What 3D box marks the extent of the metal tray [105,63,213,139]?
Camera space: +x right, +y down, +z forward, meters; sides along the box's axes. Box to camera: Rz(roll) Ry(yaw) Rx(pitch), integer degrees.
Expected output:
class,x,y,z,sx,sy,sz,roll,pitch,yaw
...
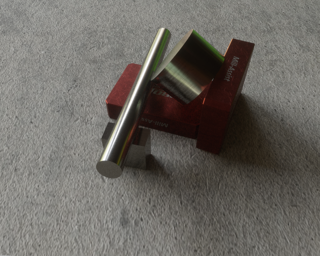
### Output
class,x,y,z,sx,sy,sz,roll,pitch,yaw
metal tray,0.002,-0.041,0.435,0.131,0.030,0.090,14,51,11

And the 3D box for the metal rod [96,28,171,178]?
class,x,y,z,sx,sy,sz,roll,pitch,yaw
metal rod,-0.021,-0.057,0.402,0.025,0.025,0.300,8,41,6

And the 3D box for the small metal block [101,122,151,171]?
class,x,y,z,sx,sy,sz,roll,pitch,yaw
small metal block,-0.038,0.023,0.369,0.050,0.050,0.025,10,51,8

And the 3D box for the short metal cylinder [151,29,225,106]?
class,x,y,z,sx,sy,sz,roll,pitch,yaw
short metal cylinder,0.033,-0.075,0.384,0.050,0.080,0.080,38,53,-12

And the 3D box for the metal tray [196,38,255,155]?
class,x,y,z,sx,sy,sz,roll,pitch,yaw
metal tray,0.085,-0.042,0.399,0.030,0.089,0.130,18,52,14
